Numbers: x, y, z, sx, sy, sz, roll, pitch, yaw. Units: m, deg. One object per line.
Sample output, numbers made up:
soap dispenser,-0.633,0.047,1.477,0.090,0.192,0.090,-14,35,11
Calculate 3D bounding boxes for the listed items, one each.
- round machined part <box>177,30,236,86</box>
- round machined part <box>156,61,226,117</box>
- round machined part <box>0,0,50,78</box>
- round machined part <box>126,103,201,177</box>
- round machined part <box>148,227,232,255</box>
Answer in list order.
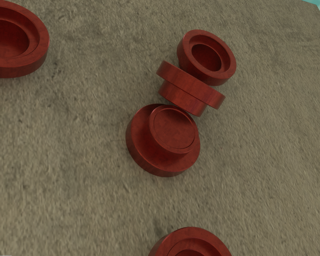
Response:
round machined part,0.070,-0.107,0.498,0.099,0.042,0.098,14,56,-21
round machined part,0.036,-0.050,0.423,0.098,0.042,0.098,30,10,-5
round machined part,-0.181,-0.096,0.354,0.099,0.042,0.098,14,56,-21
round machined part,0.010,0.009,0.394,0.099,0.042,0.098,14,56,-21
round machined part,0.028,0.155,0.315,0.099,0.042,0.098,14,56,-21
